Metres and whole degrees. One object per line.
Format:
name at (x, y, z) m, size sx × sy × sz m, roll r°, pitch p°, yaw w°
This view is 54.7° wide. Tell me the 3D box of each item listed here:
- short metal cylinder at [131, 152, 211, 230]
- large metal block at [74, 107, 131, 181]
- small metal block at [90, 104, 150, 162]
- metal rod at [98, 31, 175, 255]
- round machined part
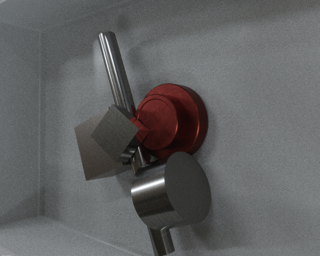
short metal cylinder at (0.014, 0.073, 0.356) m, size 0.050 × 0.081 × 0.080 m, roll -26°, pitch 74°, yaw 37°
large metal block at (-0.070, 0.023, 0.441) m, size 0.080 × 0.050 × 0.080 m, roll -26°, pitch 74°, yaw 37°
small metal block at (-0.049, 0.007, 0.381) m, size 0.050 × 0.025 × 0.050 m, roll 42°, pitch 104°, yaw 24°
metal rod at (-0.035, 0.010, 0.404) m, size 0.025 × 0.025 × 0.299 m, roll -26°, pitch 74°, yaw 37°
round machined part at (0.007, -0.007, 0.386) m, size 0.098 × 0.042 × 0.097 m, roll 0°, pitch 90°, yaw 39°
